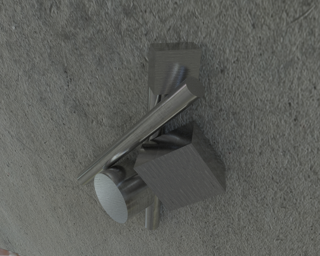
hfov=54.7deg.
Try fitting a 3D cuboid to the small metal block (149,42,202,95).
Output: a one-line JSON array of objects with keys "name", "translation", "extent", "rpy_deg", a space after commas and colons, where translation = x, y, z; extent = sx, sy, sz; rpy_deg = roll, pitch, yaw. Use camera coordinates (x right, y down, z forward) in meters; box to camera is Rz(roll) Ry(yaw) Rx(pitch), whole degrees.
[{"name": "small metal block", "translation": [0.016, -0.066, 0.343], "extent": [0.050, 0.025, 0.050], "rpy_deg": [-6, 123, -14]}]

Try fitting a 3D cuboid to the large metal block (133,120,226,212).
[{"name": "large metal block", "translation": [0.027, 0.049, 0.389], "extent": [0.080, 0.050, 0.080], "rpy_deg": [-26, 114, 24]}]

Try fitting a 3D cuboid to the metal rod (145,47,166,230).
[{"name": "metal rod", "translation": [-0.007, 0.035, 0.433], "extent": [0.025, 0.025, 0.298], "rpy_deg": [16, 125, 19]}]

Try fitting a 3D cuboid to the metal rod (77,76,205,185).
[{"name": "metal rod", "translation": [-0.047, 0.022, 0.424], "extent": [0.025, 0.025, 0.299], "rpy_deg": [47, 136, -5]}]

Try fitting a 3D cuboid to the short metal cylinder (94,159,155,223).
[{"name": "short metal cylinder", "translation": [-0.054, 0.093, 0.462], "extent": [0.080, 0.050, 0.079], "rpy_deg": [27, 129, 39]}]
